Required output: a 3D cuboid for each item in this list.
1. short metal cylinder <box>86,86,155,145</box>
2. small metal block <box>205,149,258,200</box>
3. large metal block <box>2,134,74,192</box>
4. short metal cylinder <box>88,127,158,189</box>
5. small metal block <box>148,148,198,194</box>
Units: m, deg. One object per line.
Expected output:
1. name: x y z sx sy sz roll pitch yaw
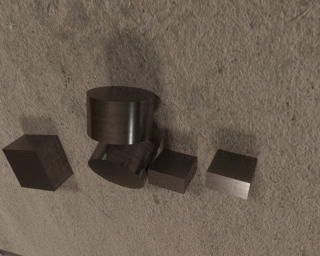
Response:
1. short metal cylinder: -0.048 -0.018 0.378 0.080 0.080 0.050 12 111 21
2. small metal block: 0.088 0.055 0.378 0.050 0.050 0.025 13 124 20
3. large metal block: -0.209 0.058 0.534 0.080 0.050 0.080 0 119 27
4. short metal cylinder: -0.050 0.042 0.422 0.080 0.050 0.080 17 150 10
5. small metal block: 0.018 0.057 0.415 0.050 0.050 0.025 13 124 20
